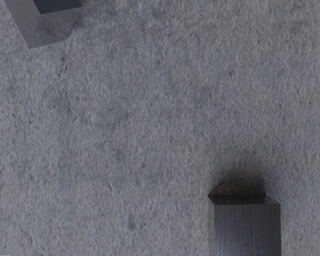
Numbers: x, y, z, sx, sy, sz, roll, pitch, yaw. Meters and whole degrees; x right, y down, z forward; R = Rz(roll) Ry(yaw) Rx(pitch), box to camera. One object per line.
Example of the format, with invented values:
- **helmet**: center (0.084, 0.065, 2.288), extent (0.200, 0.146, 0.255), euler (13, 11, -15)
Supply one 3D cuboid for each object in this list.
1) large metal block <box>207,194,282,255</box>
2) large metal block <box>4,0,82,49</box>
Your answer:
- **large metal block**: center (0.106, 0.132, 0.399), extent (0.081, 0.050, 0.079), euler (-1, 90, -1)
- **large metal block**: center (-0.146, -0.155, 0.373), extent (0.050, 0.080, 0.080), euler (-28, 91, -34)
